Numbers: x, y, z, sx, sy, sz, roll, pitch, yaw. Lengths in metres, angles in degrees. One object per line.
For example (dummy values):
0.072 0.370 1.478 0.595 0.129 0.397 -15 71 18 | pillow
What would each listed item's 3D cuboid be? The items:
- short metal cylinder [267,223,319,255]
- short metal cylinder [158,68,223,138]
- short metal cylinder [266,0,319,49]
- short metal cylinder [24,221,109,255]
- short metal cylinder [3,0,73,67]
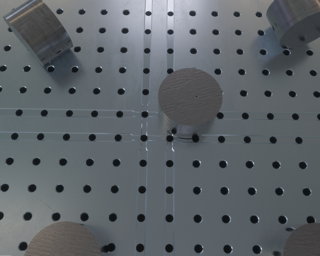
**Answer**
0.168 0.149 0.345 0.081 0.050 0.080 0 70 0 | short metal cylinder
0.038 -0.032 0.410 0.081 0.050 0.080 0 70 0 | short metal cylinder
0.201 -0.158 0.442 0.081 0.080 0.050 -15 71 -5 | short metal cylinder
-0.101 0.147 0.344 0.081 0.050 0.080 0 70 0 | short metal cylinder
-0.168 -0.132 0.430 0.050 0.080 0.080 -41 75 -13 | short metal cylinder
